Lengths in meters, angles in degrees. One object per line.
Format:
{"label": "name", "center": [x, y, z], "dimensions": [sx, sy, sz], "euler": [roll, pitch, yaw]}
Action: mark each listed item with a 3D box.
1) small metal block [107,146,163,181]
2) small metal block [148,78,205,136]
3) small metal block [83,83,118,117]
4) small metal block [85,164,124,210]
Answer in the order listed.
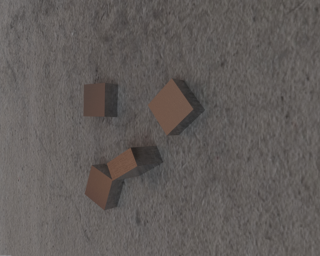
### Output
{"label": "small metal block", "center": [-0.033, 0.047, 0.414], "dimensions": [0.050, 0.050, 0.025], "euler": [-34, 69, 34]}
{"label": "small metal block", "center": [0.019, -0.026, 0.387], "dimensions": [0.050, 0.025, 0.050], "euler": [-46, 63, 30]}
{"label": "small metal block", "center": [-0.092, -0.042, 0.478], "dimensions": [0.050, 0.025, 0.050], "euler": [2, 92, 39]}
{"label": "small metal block", "center": [-0.085, 0.089, 0.472], "dimensions": [0.050, 0.025, 0.050], "euler": [26, 106, 36]}
